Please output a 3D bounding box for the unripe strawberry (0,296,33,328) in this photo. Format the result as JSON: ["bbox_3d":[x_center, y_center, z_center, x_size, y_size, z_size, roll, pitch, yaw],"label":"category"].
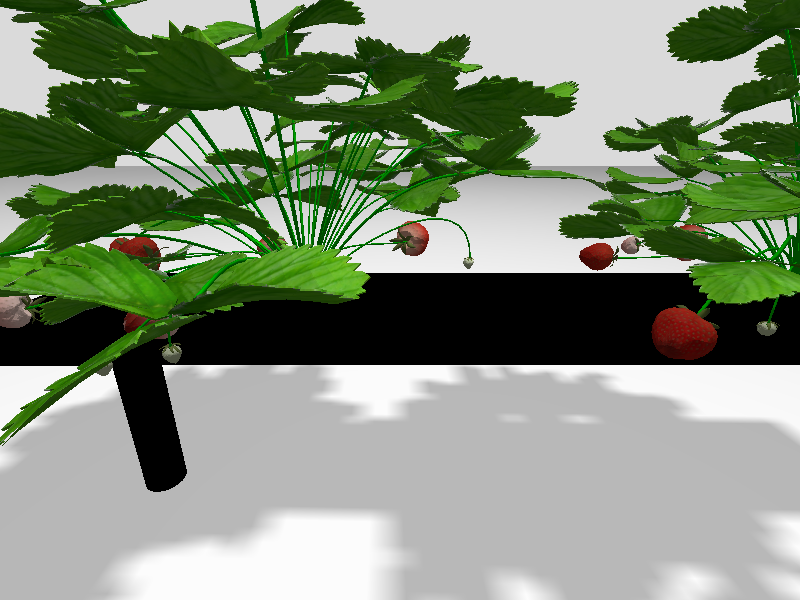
[{"bbox_3d":[-0.291,0.008,0.295,0.029,0.028,0.031,-8,22,-19],"label":"unripe strawberry"}]

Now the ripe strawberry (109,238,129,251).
[{"bbox_3d":[-0.315,-0.053,0.455,0.031,0.032,0.028,-25,7,29],"label":"ripe strawberry"}]

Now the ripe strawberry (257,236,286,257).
[{"bbox_3d":[-0.157,-0.066,0.489,0.035,0.030,0.035,-11,22,-27],"label":"ripe strawberry"}]

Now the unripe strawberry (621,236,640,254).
[{"bbox_3d":[0.295,-0.070,0.512,0.020,0.022,0.021,-9,4,-23],"label":"unripe strawberry"}]

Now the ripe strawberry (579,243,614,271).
[{"bbox_3d":[0.217,-0.049,0.444,0.034,0.029,0.034,10,23,27],"label":"ripe strawberry"}]

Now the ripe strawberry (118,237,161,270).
[{"bbox_3d":[-0.271,-0.045,0.415,0.041,0.043,0.038,5,21,15],"label":"ripe strawberry"}]

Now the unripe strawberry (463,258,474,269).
[{"bbox_3d":[0.072,-0.038,0.418,0.010,0.011,0.011,-7,22,-18],"label":"unripe strawberry"}]

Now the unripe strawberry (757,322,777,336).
[{"bbox_3d":[0.261,0.021,0.285,0.010,0.010,0.011,-17,26,-38],"label":"unripe strawberry"}]

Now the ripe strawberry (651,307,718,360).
[{"bbox_3d":[0.176,0.022,0.252,0.035,0.030,0.035,-32,32,-21],"label":"ripe strawberry"}]

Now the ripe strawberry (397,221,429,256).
[{"bbox_3d":[0.020,-0.079,0.512,0.042,0.044,0.046,13,23,31],"label":"ripe strawberry"}]

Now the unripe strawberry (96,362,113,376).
[{"bbox_3d":[-0.178,0.040,0.239,0.011,0.011,0.010,13,24,31],"label":"unripe strawberry"}]

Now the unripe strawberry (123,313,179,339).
[{"bbox_3d":[-0.173,0.012,0.279,0.032,0.034,0.035,18,28,40],"label":"unripe strawberry"}]

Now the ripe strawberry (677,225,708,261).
[{"bbox_3d":[0.348,-0.071,0.491,0.042,0.045,0.045,-2,20,-7],"label":"ripe strawberry"}]

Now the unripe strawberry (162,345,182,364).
[{"bbox_3d":[-0.138,0.033,0.242,0.010,0.011,0.011,8,22,20],"label":"unripe strawberry"}]
